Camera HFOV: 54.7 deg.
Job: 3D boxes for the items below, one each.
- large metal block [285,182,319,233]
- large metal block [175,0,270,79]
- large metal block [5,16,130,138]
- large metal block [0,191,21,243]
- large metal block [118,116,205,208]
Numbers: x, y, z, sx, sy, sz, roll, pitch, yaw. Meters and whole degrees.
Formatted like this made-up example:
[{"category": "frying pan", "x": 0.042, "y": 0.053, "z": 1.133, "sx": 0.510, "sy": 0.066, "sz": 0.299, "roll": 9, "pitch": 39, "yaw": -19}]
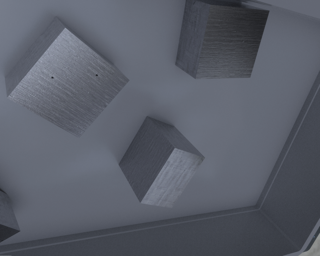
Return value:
[{"category": "large metal block", "x": 0.343, "y": 0.181, "z": 0.699, "sx": 0.080, "sy": 0.050, "sz": 0.080, "roll": -47, "pitch": 130, "yaw": 4}, {"category": "large metal block", "x": 0.071, "y": -0.105, "z": 0.368, "sx": 0.081, "sy": 0.050, "sz": 0.079, "roll": -6, "pitch": 121, "yaw": -26}, {"category": "large metal block", "x": -0.093, "y": -0.049, "z": 0.312, "sx": 0.080, "sy": 0.050, "sz": 0.080, "roll": -48, "pitch": 129, "yaw": 6}, {"category": "large metal block", "x": -0.209, "y": 0.100, "z": 0.321, "sx": 0.080, "sy": 0.050, "sz": 0.080, "roll": -29, "pitch": 154, "yaw": -11}, {"category": "large metal block", "x": -0.001, "y": 0.043, "z": 0.401, "sx": 0.050, "sy": 0.080, "sz": 0.080, "roll": 20, "pitch": 107, "yaw": -36}]
